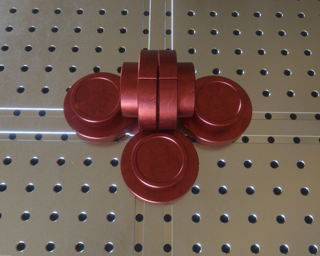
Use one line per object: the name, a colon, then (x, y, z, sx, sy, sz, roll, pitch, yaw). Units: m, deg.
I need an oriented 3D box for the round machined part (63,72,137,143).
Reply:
round machined part: (-0.080, -0.032, 0.413, 0.099, 0.042, 0.098, 0, 70, -1)

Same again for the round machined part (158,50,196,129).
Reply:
round machined part: (0.020, -0.047, 0.385, 0.042, 0.098, 0.098, -1, 70, -1)

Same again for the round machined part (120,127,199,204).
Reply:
round machined part: (0.000, 0.044, 0.386, 0.099, 0.042, 0.098, 0, 70, -1)

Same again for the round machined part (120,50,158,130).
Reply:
round machined part: (-0.024, -0.047, 0.383, 0.042, 0.098, 0.098, 1, 70, 0)

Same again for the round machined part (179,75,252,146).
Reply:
round machined part: (0.074, -0.028, 0.413, 0.099, 0.042, 0.098, 0, 70, -1)
